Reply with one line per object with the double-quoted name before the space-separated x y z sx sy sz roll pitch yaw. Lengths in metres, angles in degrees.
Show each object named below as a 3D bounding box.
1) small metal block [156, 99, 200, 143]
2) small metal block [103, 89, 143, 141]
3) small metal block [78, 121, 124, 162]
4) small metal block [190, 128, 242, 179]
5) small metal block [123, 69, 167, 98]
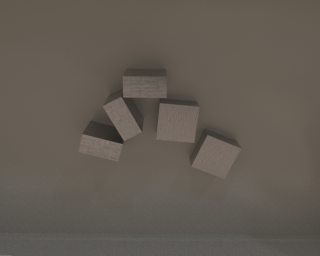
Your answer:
"small metal block" 0.022 -0.010 0.408 0.050 0.025 0.050 5 110 -3
"small metal block" -0.044 -0.019 0.390 0.025 0.050 0.050 -26 108 9
"small metal block" -0.073 0.016 0.403 0.050 0.050 0.025 14 109 -6
"small metal block" 0.075 0.035 0.425 0.050 0.025 0.050 22 109 -8
"small metal block" -0.017 -0.055 0.377 0.050 0.050 0.025 1 110 -1
